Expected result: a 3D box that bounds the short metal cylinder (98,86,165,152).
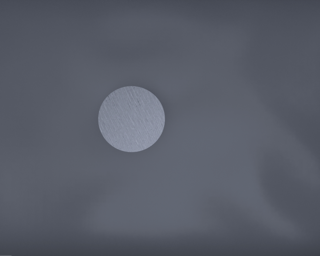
[{"bbox_3d":[-0.034,-0.011,0.399,0.080,0.050,0.080,0,90,0],"label":"short metal cylinder"}]
